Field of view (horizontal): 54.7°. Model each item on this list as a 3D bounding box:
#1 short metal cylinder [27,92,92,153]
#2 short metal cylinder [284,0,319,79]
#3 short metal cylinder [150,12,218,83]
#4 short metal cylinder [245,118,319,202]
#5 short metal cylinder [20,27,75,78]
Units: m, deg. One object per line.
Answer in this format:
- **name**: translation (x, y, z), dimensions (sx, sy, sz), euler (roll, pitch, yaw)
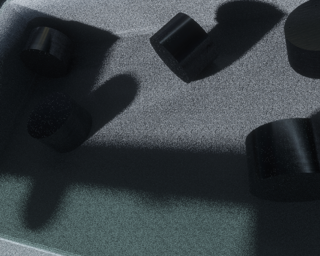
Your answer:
- **short metal cylinder**: translation (-0.152, -0.008, 0.472), dimensions (0.080, 0.050, 0.080), euler (-13, 56, 20)
- **short metal cylinder**: translation (0.188, -0.103, 0.355), dimensions (0.080, 0.050, 0.080), euler (-13, 56, 20)
- **short metal cylinder**: translation (0.032, -0.107, 0.418), dimensions (0.050, 0.080, 0.080), euler (-43, 51, -1)
- **short metal cylinder**: translation (0.122, 0.033, 0.286), dimensions (0.080, 0.080, 0.050), euler (-10, 58, 23)
- **short metal cylinder**: translation (-0.200, -0.134, 0.555), dimensions (0.080, 0.080, 0.050), euler (-3, 60, 26)
